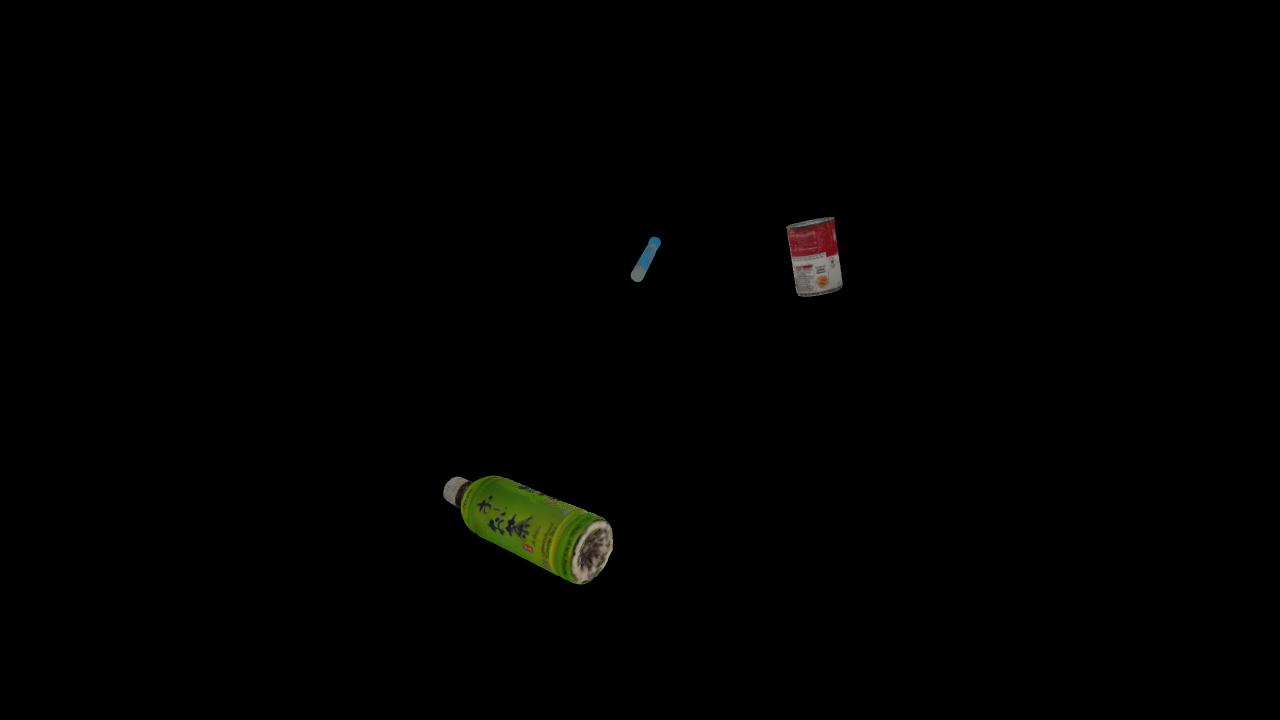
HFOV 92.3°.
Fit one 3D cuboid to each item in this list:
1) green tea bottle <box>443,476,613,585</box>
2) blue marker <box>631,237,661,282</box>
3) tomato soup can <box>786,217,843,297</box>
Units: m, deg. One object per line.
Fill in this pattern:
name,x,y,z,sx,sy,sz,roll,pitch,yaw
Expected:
green tea bottle,-0.131,0.171,0.659,0.212,0.073,0.073,10,6,32
blue marker,0.010,-0.151,0.903,0.020,0.020,0.121,0,34,17
tomato soup can,0.251,-0.148,0.883,0.068,0.101,0.068,-12,14,3
